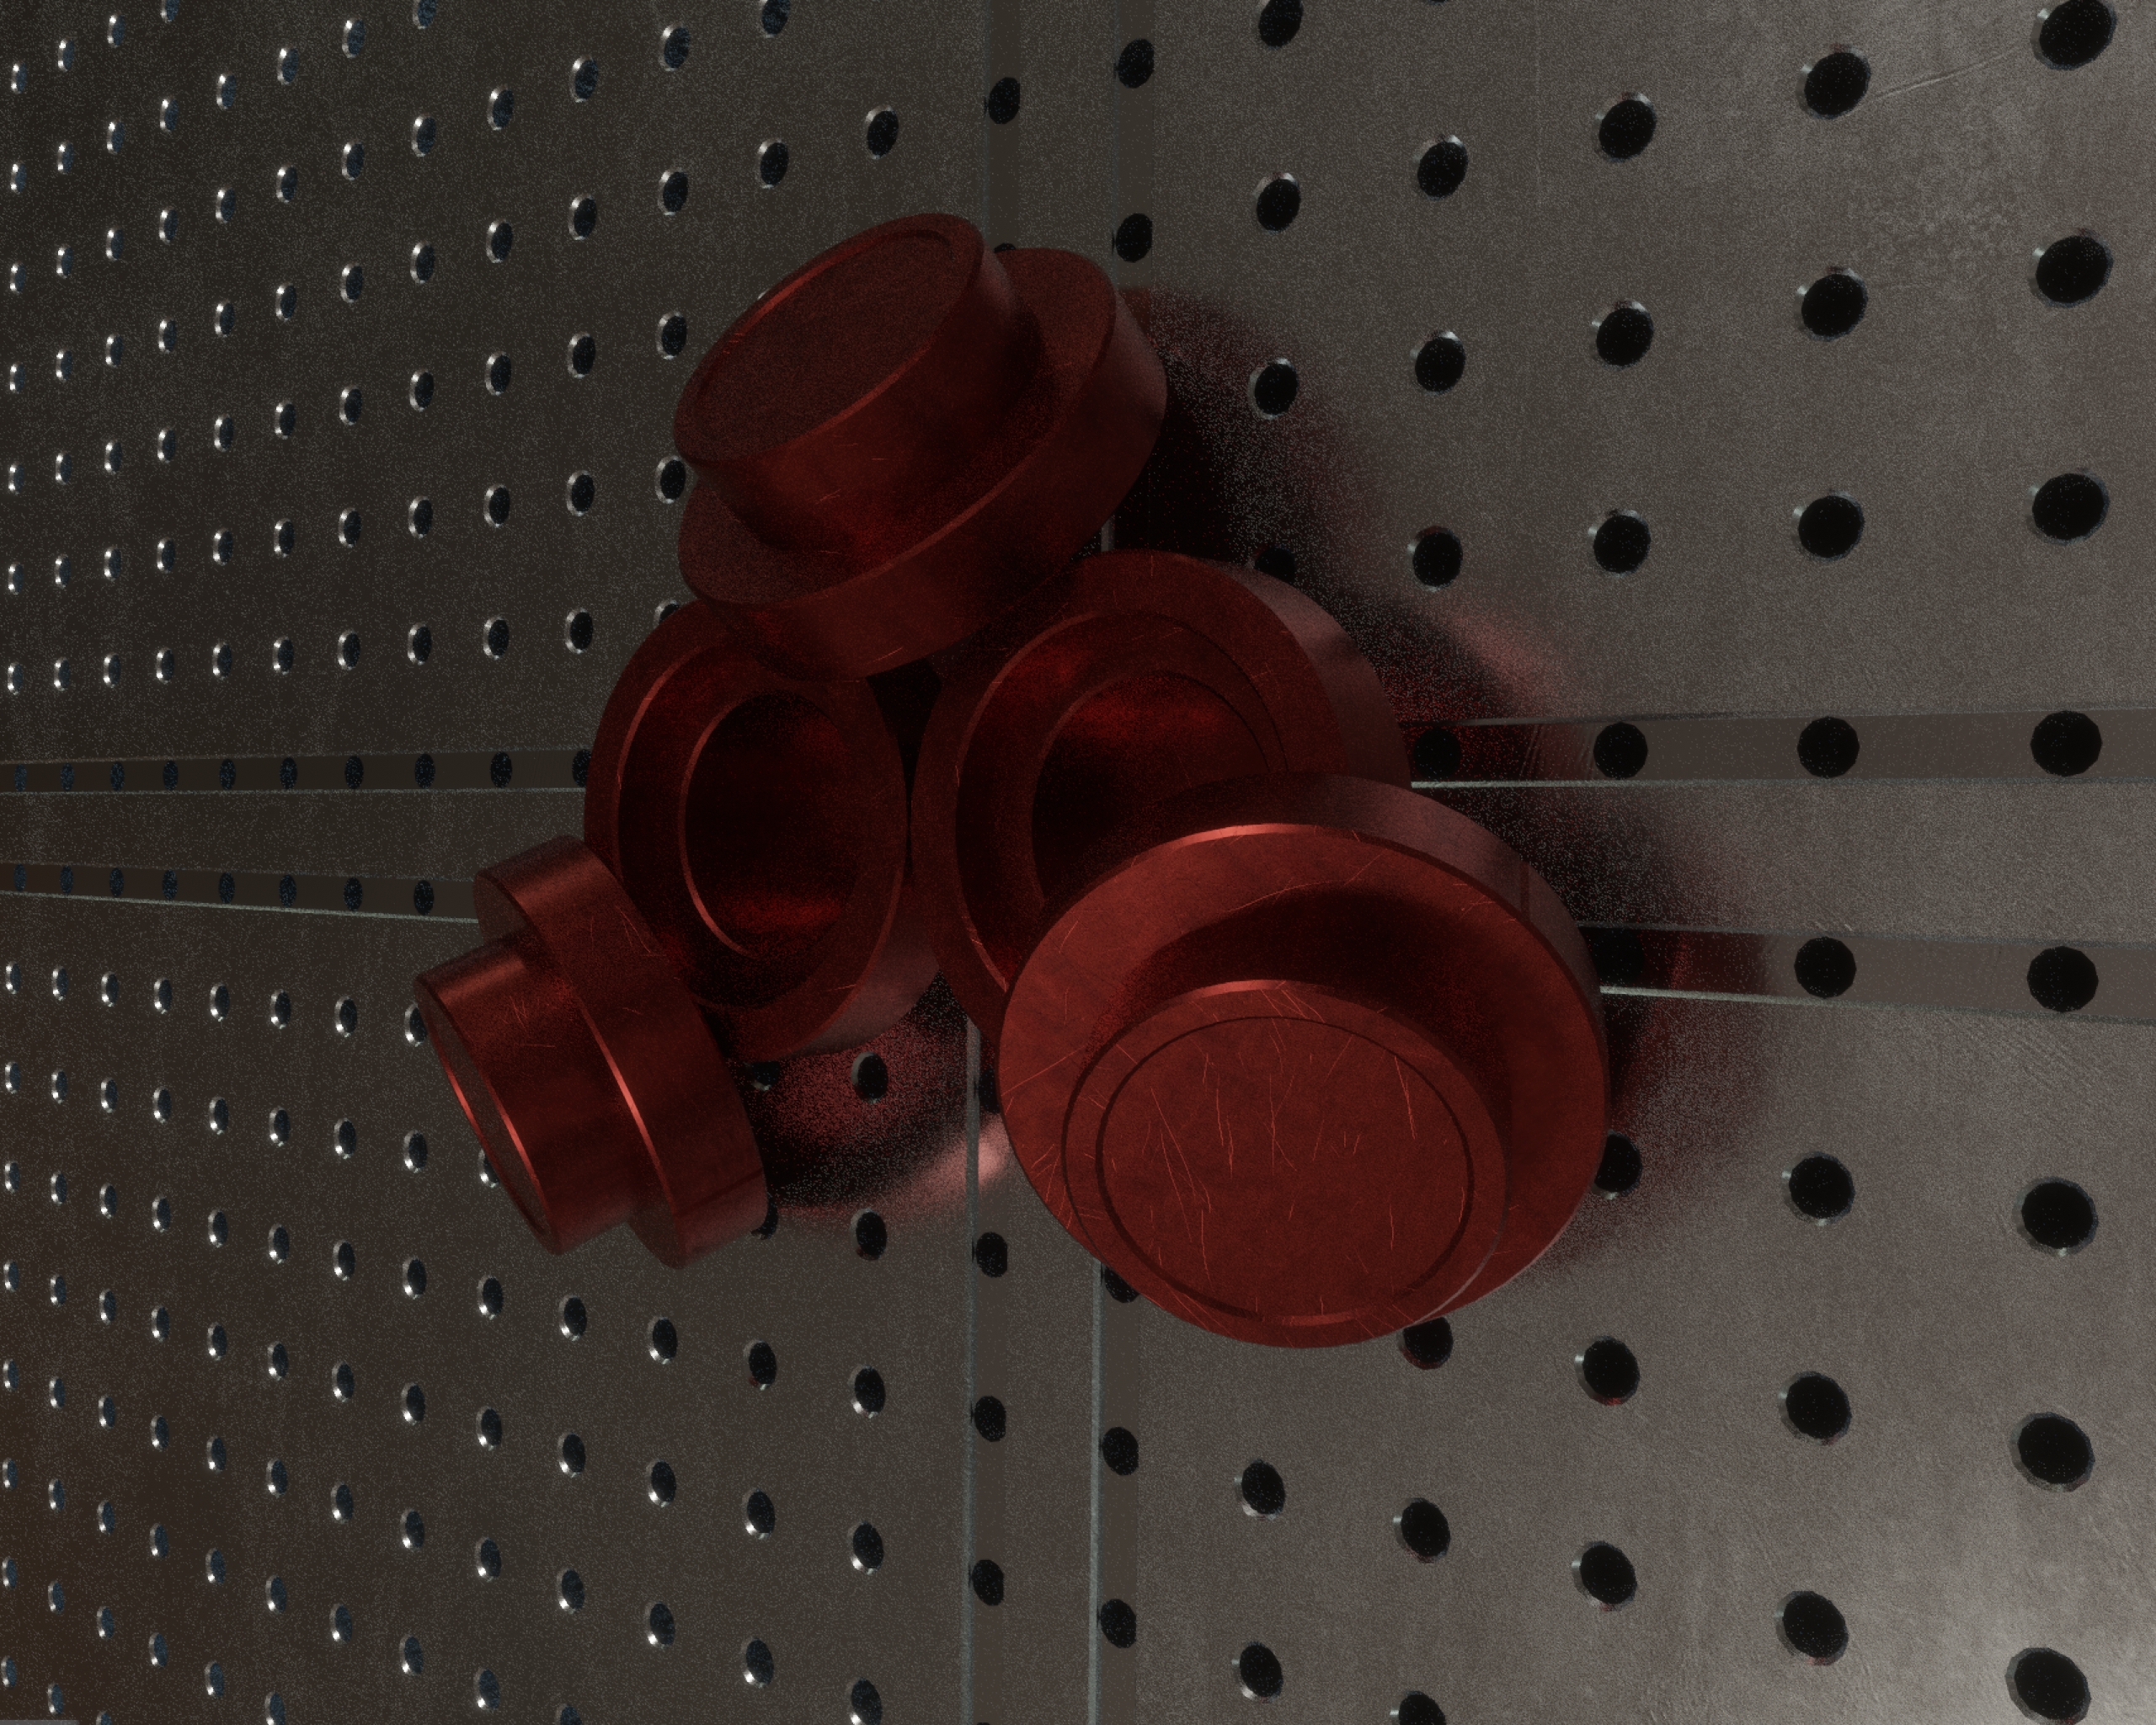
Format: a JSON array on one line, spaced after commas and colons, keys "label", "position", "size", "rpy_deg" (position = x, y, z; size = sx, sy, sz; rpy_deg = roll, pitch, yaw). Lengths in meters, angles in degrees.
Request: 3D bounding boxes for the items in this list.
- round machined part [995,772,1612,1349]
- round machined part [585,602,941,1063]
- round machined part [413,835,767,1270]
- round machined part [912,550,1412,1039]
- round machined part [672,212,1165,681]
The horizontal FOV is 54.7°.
[{"label": "round machined part", "position": [0.035, 0.038, 0.333], "size": [0.098, 0.042, 0.097], "rpy_deg": [4, 118, 9]}, {"label": "round machined part", "position": [-0.057, -0.008, 0.442], "size": [0.098, 0.042, 0.097], "rpy_deg": [0, 90, 39]}, {"label": "round machined part", "position": [-0.111, 0.047, 0.457], "size": [0.098, 0.042, 0.097], "rpy_deg": [46, 152, 35]}, {"label": "round machined part", "position": [0.019, -0.006, 0.380], "size": [0.098, 0.042, 0.097], "rpy_deg": [0, 90, 39]}, {"label": "round machined part", "position": [-0.036, -0.084, 0.393], "size": [0.098, 0.042, 0.098], "rpy_deg": [-22, 41, 21]}]
